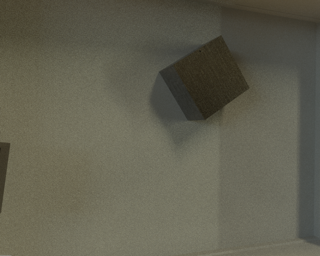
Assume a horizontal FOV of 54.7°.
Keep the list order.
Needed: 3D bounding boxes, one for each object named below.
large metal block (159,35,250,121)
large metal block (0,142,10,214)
[{"bbox_3d":[0.059,-0.065,0.419,0.080,0.050,0.080,-35,101,-17],"label":"large metal block"},{"bbox_3d":[-0.188,0.054,0.312,0.050,0.080,0.080,7,88,-20],"label":"large metal block"}]
